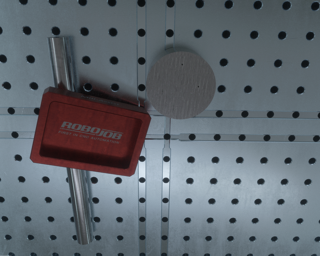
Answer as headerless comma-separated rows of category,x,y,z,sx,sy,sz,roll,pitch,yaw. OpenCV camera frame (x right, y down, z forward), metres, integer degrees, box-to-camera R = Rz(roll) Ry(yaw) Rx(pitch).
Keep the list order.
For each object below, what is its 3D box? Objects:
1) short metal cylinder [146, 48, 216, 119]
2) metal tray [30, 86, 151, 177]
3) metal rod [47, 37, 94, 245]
short metal cylinder,0.024,-0.056,0.380,0.081,0.050,0.079,0,110,-1
metal tray,-0.086,0.007,0.392,0.131,0.030,0.089,12,105,-20
metal rod,-0.118,0.031,0.423,0.025,0.025,0.298,-2,110,0
